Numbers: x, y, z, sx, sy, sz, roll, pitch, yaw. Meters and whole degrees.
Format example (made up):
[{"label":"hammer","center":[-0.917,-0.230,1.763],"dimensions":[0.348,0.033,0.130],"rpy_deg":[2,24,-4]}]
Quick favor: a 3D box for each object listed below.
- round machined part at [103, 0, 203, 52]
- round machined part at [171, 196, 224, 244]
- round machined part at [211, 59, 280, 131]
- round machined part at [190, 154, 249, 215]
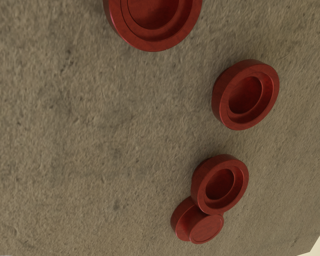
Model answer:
[{"label":"round machined part","center":[-0.010,-0.130,0.311],"dimensions":[0.099,0.042,0.097],"rpy_deg":[-14,125,-21]},{"label":"round machined part","center":[0.071,0.162,0.537],"dimensions":[0.099,0.042,0.097],"rpy_deg":[-14,125,-21]},{"label":"round machined part","center":[0.112,-0.049,0.429],"dimensions":[0.099,0.042,0.097],"rpy_deg":[-14,125,-21]},{"label":"round machined part","center":[0.090,0.085,0.494],"dimensions":[0.099,0.042,0.097],"rpy_deg":[-12,116,-25]}]
